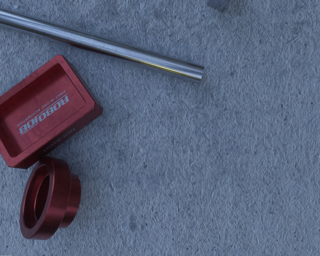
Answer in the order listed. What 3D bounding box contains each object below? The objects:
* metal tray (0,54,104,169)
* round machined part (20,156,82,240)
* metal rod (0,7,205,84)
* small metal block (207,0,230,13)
[{"bbox_3d":[-0.150,-0.020,0.394,0.130,0.030,0.090,-37,75,0],"label":"metal tray"},{"bbox_3d":[-0.132,0.087,0.382,0.042,0.098,0.098,20,90,-36],"label":"round machined part"},{"bbox_3d":[-0.090,-0.112,0.409,0.302,0.025,0.025,16,90,0],"label":"metal rod"},{"bbox_3d":[0.086,-0.185,0.398,0.025,0.050,0.050,28,90,0],"label":"small metal block"}]
